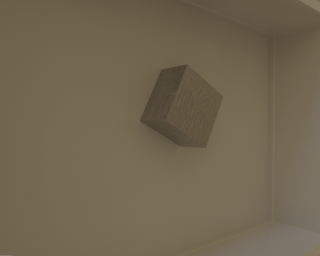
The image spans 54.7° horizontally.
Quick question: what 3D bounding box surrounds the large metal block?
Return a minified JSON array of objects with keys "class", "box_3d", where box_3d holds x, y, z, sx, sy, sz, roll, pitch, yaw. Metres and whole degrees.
[{"class":"large metal block","box_3d":[0.031,-0.027,0.419,0.080,0.050,0.080,34,69,-35]}]
